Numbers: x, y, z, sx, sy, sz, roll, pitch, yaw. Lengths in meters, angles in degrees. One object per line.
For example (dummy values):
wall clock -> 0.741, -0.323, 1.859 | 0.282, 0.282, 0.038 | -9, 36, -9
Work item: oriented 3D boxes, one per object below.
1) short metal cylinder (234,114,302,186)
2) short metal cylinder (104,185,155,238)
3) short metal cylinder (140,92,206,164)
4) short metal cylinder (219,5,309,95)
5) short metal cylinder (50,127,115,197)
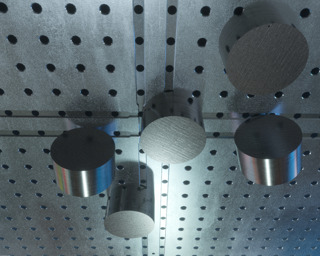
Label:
short metal cylinder -> 0.140, 0.027, 0.401 | 0.080, 0.080, 0.050 | -12, 129, 10
short metal cylinder -> -0.049, 0.139, 0.513 | 0.081, 0.050, 0.079 | 0, 130, 0
short metal cylinder -> 0.016, 0.001, 0.396 | 0.081, 0.050, 0.079 | 0, 130, 0
short metal cylinder -> 0.106, -0.082, 0.327 | 0.081, 0.050, 0.079 | 0, 130, 0
short metal cylinder -> -0.100, 0.044, 0.411 | 0.081, 0.080, 0.050 | 4, 130, -4
